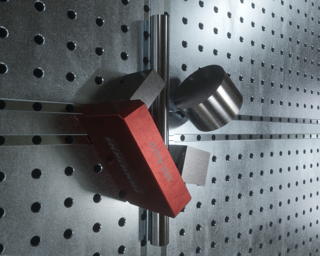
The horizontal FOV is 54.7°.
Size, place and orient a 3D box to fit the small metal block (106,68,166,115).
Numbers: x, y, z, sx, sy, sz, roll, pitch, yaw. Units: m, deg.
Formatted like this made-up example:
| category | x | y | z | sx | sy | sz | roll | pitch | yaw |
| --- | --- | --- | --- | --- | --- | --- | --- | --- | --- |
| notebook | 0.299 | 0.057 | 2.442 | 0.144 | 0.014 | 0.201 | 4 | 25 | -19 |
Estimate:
| category | x | y | z | sx | sy | sz | roll | pitch | yaw |
| --- | --- | --- | --- | --- | --- | --- | --- | --- | --- |
| small metal block | -0.029 | -0.042 | 0.369 | 0.025 | 0.050 | 0.050 | 49 | 61 | -29 |

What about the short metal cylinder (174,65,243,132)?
| category | x | y | z | sx | sy | sz | roll | pitch | yaw |
| --- | --- | --- | --- | --- | --- | --- | --- | --- | --- |
| short metal cylinder | 0.067 | -0.041 | 0.431 | 0.050 | 0.080 | 0.080 | 46 | 63 | -31 |

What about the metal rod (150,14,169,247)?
| category | x | y | z | sx | sy | sz | roll | pitch | yaw |
| --- | --- | --- | --- | --- | --- | --- | --- | --- | --- |
| metal rod | -0.001 | 0.003 | 0.410 | 0.025 | 0.025 | 0.298 | 0 | 90 | -40 |

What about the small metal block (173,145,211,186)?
| category | x | y | z | sx | sy | sz | roll | pitch | yaw |
| --- | --- | --- | --- | --- | --- | --- | --- | --- | --- |
| small metal block | 0.043 | 0.054 | 0.449 | 0.050 | 0.025 | 0.050 | 19 | 78 | -39 |

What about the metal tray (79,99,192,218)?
| category | x | y | z | sx | sy | sz | roll | pitch | yaw |
| --- | --- | --- | --- | --- | --- | --- | --- | --- | --- |
| metal tray | -0.028 | 0.034 | 0.344 | 0.030 | 0.090 | 0.129 | -40 | 115 | -33 |
